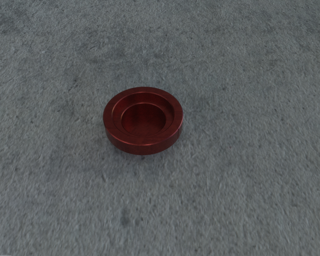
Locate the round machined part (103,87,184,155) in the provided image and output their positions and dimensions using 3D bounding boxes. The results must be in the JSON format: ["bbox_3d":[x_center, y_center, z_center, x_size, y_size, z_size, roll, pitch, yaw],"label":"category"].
[{"bbox_3d":[-0.020,-0.005,0.396,0.099,0.042,0.098,0,50,0],"label":"round machined part"}]
